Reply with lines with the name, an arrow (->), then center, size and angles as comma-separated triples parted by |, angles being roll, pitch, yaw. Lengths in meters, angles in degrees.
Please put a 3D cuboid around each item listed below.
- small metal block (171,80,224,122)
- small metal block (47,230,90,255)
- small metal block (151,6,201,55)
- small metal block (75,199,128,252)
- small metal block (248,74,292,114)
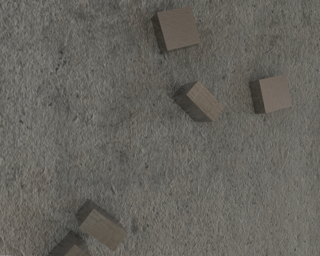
small metal block -> 0.049, -0.034, 0.414 | 0.050, 0.050, 0.025 | 44, 77, -15
small metal block -> -0.109, 0.152, 0.356 | 0.050, 0.050, 0.025 | -46, 105, -14
small metal block -> 0.021, -0.131, 0.416 | 0.050, 0.025, 0.050 | -18, 96, -19
small metal block -> -0.071, 0.114, 0.370 | 0.050, 0.050, 0.025 | 41, 77, -16
small metal block -> 0.168, -0.052, 0.471 | 0.050, 0.025, 0.050 | -15, 95, -20
